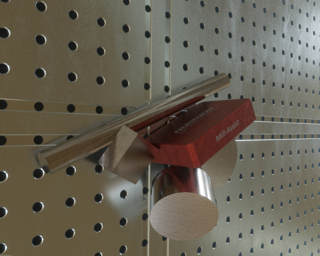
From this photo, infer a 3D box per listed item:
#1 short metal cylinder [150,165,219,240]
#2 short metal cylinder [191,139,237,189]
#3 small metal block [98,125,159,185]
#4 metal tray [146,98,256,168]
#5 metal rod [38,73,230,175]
[{"bbox_3d":[0.028,0.092,0.384,0.080,0.080,0.050,55,17,-26],"label":"short metal cylinder"},{"bbox_3d":[0.065,0.040,0.436,0.081,0.050,0.079,-11,106,-42],"label":"short metal cylinder"},{"bbox_3d":[-0.035,0.032,0.359,0.050,0.025,0.050,-56,143,-7],"label":"small metal block"},{"bbox_3d":[0.053,0.002,0.406,0.131,0.090,0.030,-33,111,-35],"label":"metal tray"},{"bbox_3d":[-0.008,-0.020,0.398,0.302,0.025,0.025,-27,107,-37],"label":"metal rod"}]
